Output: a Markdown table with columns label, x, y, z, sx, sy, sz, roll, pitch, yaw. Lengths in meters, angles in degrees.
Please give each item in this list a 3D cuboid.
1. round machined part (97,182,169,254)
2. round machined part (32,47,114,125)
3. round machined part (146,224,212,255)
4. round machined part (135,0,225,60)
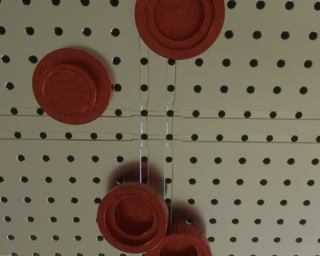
| label | x | y | z | sx | sy | sz | roll | pitch | yaw |
| --- | --- | --- | --- | --- | --- | --- | --- | --- | --- |
| round machined part | -0.035 | 0.123 | 0.441 | 0.098 | 0.042 | 0.097 | 1 | 99 | 9 |
| round machined part | -0.110 | -0.049 | 0.385 | 0.099 | 0.042 | 0.097 | 0 | 110 | 0 |
| round machined part | 0.028 | 0.187 | 0.473 | 0.099 | 0.042 | 0.097 | 0 | 110 | 0 |
| round machined part | 0.022 | -0.131 | 0.356 | 0.099 | 0.042 | 0.097 | 0 | 110 | 0 |
